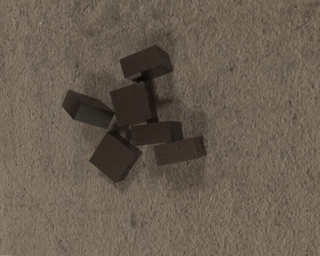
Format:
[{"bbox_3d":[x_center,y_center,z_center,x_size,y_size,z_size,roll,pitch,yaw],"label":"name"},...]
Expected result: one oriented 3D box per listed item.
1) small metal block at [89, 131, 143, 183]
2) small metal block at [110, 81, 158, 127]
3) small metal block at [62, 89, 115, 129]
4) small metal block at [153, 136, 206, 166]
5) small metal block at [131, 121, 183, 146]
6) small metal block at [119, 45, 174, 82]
[{"bbox_3d":[-0.061,0.039,0.430,0.050,0.025,0.050,36,101,16],"label":"small metal block"},{"bbox_3d":[-0.035,-0.031,0.420,0.050,0.025,0.050,-15,85,18],"label":"small metal block"},{"bbox_3d":[-0.097,-0.025,0.419,0.050,0.050,0.025,37,104,48],"label":"small metal block"},{"bbox_3d":[0.026,0.028,0.386,0.050,0.050,0.025,-13,86,19],"label":"small metal block"},{"bbox_3d":[-0.003,0.007,0.395,0.050,0.050,0.025,-8,87,20],"label":"small metal block"},{"bbox_3d":[-0.016,-0.081,0.401,0.050,0.050,0.025,-18,84,19],"label":"small metal block"}]
